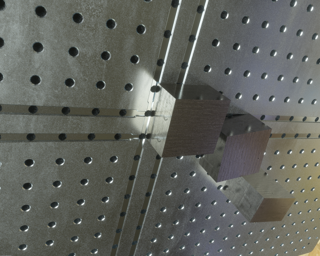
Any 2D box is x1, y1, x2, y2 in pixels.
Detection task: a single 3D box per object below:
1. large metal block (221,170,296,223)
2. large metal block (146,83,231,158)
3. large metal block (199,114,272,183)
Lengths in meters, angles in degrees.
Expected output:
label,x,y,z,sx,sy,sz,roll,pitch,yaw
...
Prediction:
label,x,y,z,sx,sy,sz,roll,pitch,yaw
large metal block,0.169,0.116,0.538,0.081,0.080,0.050,9,114,-32
large metal block,0.035,-0.011,0.407,0.081,0.050,0.079,-1,119,-28
large metal block,0.113,0.029,0.474,0.081,0.050,0.079,-8,122,-24
